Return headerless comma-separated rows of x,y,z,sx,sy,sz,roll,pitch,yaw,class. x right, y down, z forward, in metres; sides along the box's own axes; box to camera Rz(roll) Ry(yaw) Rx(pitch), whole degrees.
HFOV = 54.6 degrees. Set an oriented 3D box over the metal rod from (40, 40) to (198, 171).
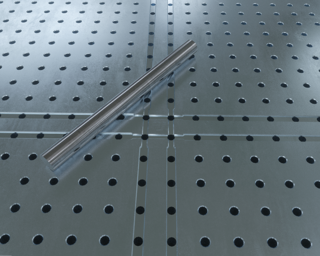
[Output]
-0.041,-0.048,0.447,0.025,0.025,0.301,32,57,24,metal rod
